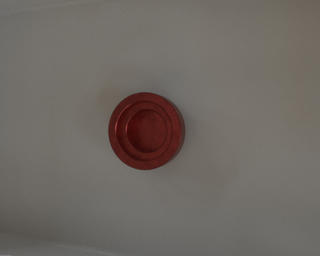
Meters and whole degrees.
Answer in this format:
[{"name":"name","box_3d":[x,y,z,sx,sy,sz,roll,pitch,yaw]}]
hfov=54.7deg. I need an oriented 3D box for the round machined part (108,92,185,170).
[{"name":"round machined part","box_3d":[-0.014,0.004,0.406,0.098,0.042,0.097,0,90,19]}]
